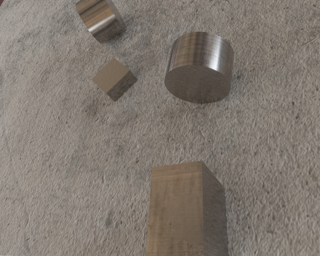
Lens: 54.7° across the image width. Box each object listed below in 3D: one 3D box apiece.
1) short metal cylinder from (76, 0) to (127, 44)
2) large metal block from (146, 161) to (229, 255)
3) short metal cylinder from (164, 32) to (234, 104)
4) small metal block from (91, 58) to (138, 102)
[{"bbox_3d":[-0.101,-0.195,0.542,0.050,0.080,0.080,-29,52,10],"label":"short metal cylinder"},{"bbox_3d":[0.030,0.087,0.300,0.050,0.080,0.080,-11,57,22],"label":"large metal block"},{"bbox_3d":[0.050,-0.073,0.387,0.080,0.080,0.050,-2,61,27],"label":"short metal cylinder"},{"bbox_3d":[-0.072,-0.076,0.489,0.050,0.025,0.050,-45,51,-4],"label":"small metal block"}]
